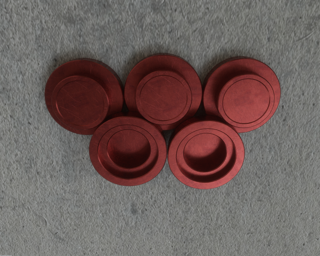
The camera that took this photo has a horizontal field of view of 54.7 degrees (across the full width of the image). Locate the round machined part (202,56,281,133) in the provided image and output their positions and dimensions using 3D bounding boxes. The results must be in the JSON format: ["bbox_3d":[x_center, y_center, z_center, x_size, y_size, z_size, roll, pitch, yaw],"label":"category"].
[{"bbox_3d":[0.103,-0.039,0.389,0.099,0.042,0.097,0,110,-1],"label":"round machined part"}]

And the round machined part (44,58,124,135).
[{"bbox_3d":[-0.095,-0.036,0.387,0.099,0.042,0.097,0,110,-1],"label":"round machined part"}]

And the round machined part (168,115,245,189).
[{"bbox_3d":[0.059,0.029,0.413,0.099,0.042,0.097,0,110,-1],"label":"round machined part"}]

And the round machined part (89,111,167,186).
[{"bbox_3d":[-0.040,0.024,0.410,0.099,0.042,0.097,0,110,-1],"label":"round machined part"}]

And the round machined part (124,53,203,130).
[{"bbox_3d":[0.004,-0.042,0.387,0.099,0.042,0.097,0,110,-1],"label":"round machined part"}]
